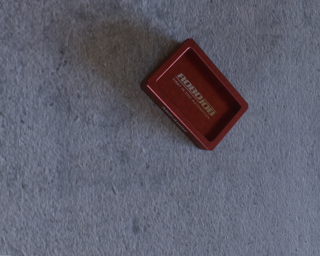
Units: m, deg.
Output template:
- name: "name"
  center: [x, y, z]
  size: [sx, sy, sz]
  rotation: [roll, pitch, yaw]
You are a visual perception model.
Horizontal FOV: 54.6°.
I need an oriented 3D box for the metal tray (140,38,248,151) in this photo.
- name: "metal tray"
  center: [0.049, -0.044, 0.423]
  size: [0.130, 0.030, 0.090]
  rotation: [46, 76, -14]
